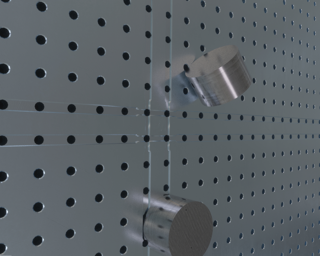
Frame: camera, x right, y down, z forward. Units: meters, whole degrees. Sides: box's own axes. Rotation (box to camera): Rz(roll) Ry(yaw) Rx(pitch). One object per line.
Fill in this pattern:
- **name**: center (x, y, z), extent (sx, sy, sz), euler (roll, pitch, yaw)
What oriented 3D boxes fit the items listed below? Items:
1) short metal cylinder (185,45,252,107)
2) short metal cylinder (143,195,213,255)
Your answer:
- **short metal cylinder**: center (0.084, -0.075, 0.443), extent (0.080, 0.080, 0.050), euler (-48, 119, -29)
- **short metal cylinder**: center (0.025, 0.134, 0.414), extent (0.081, 0.050, 0.079), euler (0, 90, -40)
